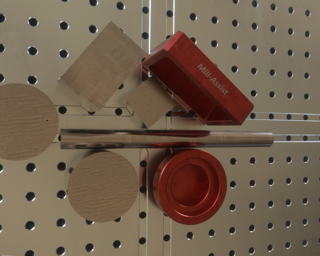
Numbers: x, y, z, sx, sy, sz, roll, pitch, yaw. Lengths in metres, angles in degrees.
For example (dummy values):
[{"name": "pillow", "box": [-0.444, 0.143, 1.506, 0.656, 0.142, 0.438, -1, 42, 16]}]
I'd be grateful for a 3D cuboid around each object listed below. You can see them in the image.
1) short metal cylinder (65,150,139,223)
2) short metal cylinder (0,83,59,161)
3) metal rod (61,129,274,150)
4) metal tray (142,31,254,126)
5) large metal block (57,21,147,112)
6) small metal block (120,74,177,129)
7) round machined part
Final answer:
[{"name": "short metal cylinder", "box": [-0.071, 0.066, 0.373, 0.081, 0.050, 0.080, 0, 90, -20]}, {"name": "short metal cylinder", "box": [-0.155, -0.006, 0.341, 0.081, 0.050, 0.080, 0, 90, -20]}, {"name": "metal rod", "box": [0.024, 0.015, 0.421, 0.302, 0.025, 0.025, 1, 90, -20]}, {"name": "metal tray", "box": [0.045, -0.056, 0.394, 0.130, 0.090, 0.030, 42, 77, -15]}, {"name": "large metal block", "box": [-0.070, -0.066, 0.357, 0.050, 0.080, 0.080, 41, 77, -16]}, {"name": "small metal block", "box": [-0.016, -0.034, 0.407, 0.050, 0.025, 0.050, -41, 103, -15]}, {"name": "round machined part", "box": [0.037, 0.076, 0.417, 0.099, 0.042, 0.097, 0, 90, -20]}]
